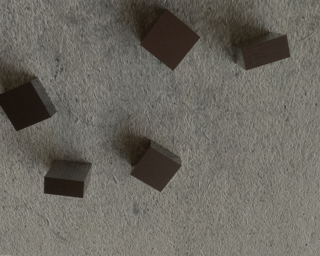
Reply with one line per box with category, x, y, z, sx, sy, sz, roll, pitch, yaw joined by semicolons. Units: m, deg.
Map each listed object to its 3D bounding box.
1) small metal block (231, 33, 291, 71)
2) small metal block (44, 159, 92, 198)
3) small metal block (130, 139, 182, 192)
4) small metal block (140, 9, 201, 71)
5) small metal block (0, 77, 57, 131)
small metal block;0.116;-0.091;0.364;0.050;0.050;0.025;-17;109;6
small metal block;-0.123;0.068;0.420;0.050;0.050;0.025;8;110;-3
small metal block;-0.006;0.052;0.429;0.050;0.025;0.050;32;107;-12
small metal block;0.012;-0.105;0.371;0.050;0.025;0.050;37;106;-13
small metal block;-0.170;-0.030;0.397;0.050;0.025;0.050;-21;109;7
